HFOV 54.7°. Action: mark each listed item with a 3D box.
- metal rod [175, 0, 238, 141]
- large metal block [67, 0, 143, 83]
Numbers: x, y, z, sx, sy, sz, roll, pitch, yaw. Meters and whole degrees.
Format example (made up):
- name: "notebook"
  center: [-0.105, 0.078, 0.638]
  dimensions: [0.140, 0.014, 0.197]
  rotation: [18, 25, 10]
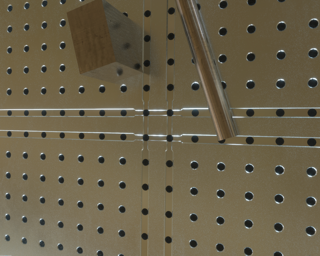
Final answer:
- name: "metal rod"
  center: [0.043, -0.130, 0.397]
  dimensions: [0.025, 0.025, 0.299]
  rotation: [-18, 84, 19]
- name: "large metal block"
  center: [-0.069, -0.110, 0.408]
  dimensions: [0.050, 0.080, 0.080]
  rotation: [-15, 85, 19]
